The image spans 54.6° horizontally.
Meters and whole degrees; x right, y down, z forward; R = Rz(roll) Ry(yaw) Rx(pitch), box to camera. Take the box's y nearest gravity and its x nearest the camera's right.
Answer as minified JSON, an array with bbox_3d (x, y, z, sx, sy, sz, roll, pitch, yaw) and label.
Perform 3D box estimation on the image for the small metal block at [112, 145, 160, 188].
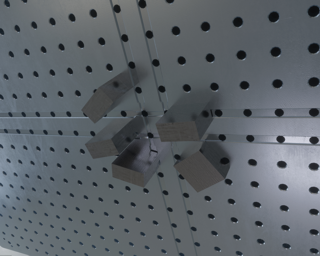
[{"bbox_3d":[-0.034,0.054,0.447,0.050,0.050,0.025,15,125,20],"label":"small metal block"}]

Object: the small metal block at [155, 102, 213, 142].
[{"bbox_3d":[0.030,-0.007,0.375,0.050,0.050,0.025,-3,117,30],"label":"small metal block"}]

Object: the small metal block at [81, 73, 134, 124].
[{"bbox_3d":[-0.069,-0.039,0.408,0.025,0.050,0.050,46,129,-4],"label":"small metal block"}]

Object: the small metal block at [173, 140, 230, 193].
[{"bbox_3d":[0.055,0.052,0.415,0.050,0.025,0.050,48,129,-6],"label":"small metal block"}]

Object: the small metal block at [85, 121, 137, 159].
[{"bbox_3d":[-0.069,0.017,0.443,0.050,0.050,0.025,-12,112,33],"label":"small metal block"}]
